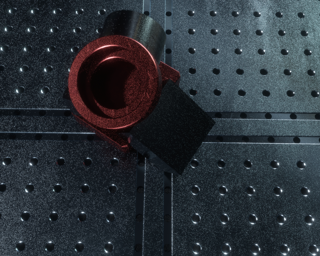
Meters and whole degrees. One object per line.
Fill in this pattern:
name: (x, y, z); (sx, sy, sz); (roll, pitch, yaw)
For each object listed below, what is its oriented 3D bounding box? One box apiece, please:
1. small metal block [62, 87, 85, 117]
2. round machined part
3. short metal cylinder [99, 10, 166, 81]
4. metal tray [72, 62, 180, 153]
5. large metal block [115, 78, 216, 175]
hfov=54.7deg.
small metal block: (-0.091, -0.044, 0.380); (0.025, 0.050, 0.050); (18, 71, 6)
round machined part: (-0.046, -0.048, 0.340); (0.098, 0.042, 0.097); (0, 90, 11)
short metal cylinder: (-0.037, -0.099, 0.386); (0.080, 0.080, 0.050); (13, 71, 4)
metal tray: (-0.044, -0.043, 0.425); (0.090, 0.030, 0.130); (33, 73, 11)
large metal block: (0.007, -0.001, 0.379); (0.080, 0.050, 0.080); (42, 72, -19)
